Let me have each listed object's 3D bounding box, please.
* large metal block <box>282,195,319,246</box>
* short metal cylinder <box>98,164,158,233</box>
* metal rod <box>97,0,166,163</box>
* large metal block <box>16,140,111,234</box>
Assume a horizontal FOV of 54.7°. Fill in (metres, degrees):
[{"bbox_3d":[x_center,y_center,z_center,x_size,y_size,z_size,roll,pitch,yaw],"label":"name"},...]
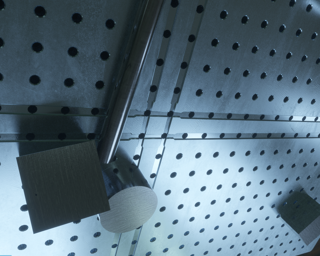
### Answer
[{"bbox_3d":[0.339,0.213,0.712,0.080,0.050,0.080,-42,130,1],"label":"large metal block"},{"bbox_3d":[-0.050,0.097,0.427,0.081,0.050,0.079,-14,124,-21],"label":"short metal cylinder"},{"bbox_3d":[-0.023,-0.092,0.341,0.025,0.025,0.298,7,115,-32],"label":"metal rod"},{"bbox_3d":[-0.109,0.062,0.351,0.081,0.050,0.080,-13,90,-21],"label":"large metal block"}]
